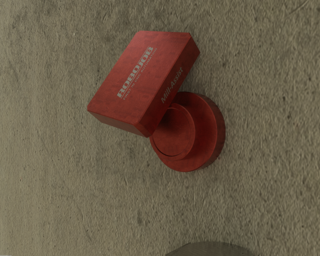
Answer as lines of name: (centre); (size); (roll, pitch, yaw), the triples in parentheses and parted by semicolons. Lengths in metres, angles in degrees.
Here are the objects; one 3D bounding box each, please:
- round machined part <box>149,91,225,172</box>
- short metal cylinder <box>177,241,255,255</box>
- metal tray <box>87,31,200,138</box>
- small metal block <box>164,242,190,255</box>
round machined part: (0.025, 0.005, 0.373); (0.098, 0.042, 0.097); (0, 90, 40)
short metal cylinder: (0.058, 0.157, 0.321); (0.080, 0.081, 0.050); (0, 90, 40)
metal tray: (-0.020, -0.059, 0.377); (0.090, 0.030, 0.130); (17, 69, 38)
small metal block: (0.016, 0.171, 0.376); (0.025, 0.050, 0.050); (51, 120, 28)
